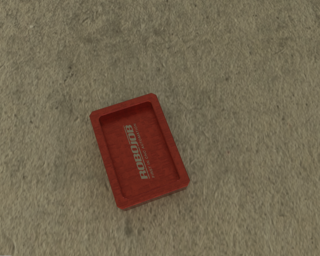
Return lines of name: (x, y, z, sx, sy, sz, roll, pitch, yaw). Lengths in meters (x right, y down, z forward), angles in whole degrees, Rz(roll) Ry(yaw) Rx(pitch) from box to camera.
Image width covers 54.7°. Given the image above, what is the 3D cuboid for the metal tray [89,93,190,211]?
metal tray: (-0.027, 0.028, 0.394, 0.091, 0.030, 0.130, -19, 71, -7)
